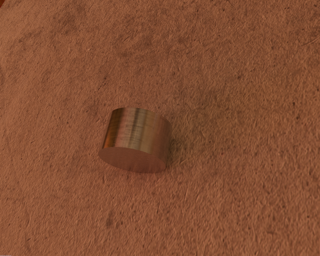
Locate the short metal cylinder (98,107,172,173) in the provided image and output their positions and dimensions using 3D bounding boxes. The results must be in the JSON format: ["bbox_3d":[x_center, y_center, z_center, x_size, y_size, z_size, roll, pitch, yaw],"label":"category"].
[{"bbox_3d":[-0.029,0.017,0.374,0.080,0.080,0.050,-3,60,27],"label":"short metal cylinder"}]
